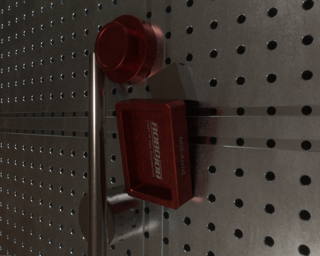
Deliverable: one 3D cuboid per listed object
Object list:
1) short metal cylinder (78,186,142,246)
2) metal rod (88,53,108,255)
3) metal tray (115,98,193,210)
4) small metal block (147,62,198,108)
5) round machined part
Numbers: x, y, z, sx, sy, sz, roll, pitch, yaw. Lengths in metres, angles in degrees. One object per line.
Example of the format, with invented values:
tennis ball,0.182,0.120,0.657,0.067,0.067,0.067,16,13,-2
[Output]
short metal cylinder,-0.074,0.128,0.451,0.080,0.050,0.079,0,90,39
metal rod,-0.088,0.026,0.435,0.025,0.025,0.299,-22,62,37
metal tray,-0.008,0.029,0.392,0.090,0.030,0.129,5,107,39
small metal block,0.015,-0.049,0.395,0.050,0.025,0.050,-24,75,37
round machined part,-0.056,-0.112,0.442,0.098,0.042,0.097,0,90,39
